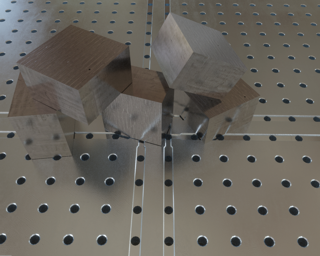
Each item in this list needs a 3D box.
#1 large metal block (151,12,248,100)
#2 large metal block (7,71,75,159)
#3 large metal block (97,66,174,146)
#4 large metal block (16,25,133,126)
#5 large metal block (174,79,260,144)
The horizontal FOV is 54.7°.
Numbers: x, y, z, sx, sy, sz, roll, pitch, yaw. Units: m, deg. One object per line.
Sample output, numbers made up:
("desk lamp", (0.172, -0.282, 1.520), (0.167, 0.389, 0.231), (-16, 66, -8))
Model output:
("large metal block", (0.045, -0.086, 0.375), (0.081, 0.050, 0.080), (8, 44, -32))
("large metal block", (-0.141, -0.019, 0.385), (0.050, 0.080, 0.080), (-5, 50, -4))
("large metal block", (-0.028, -0.030, 0.396), (0.080, 0.080, 0.050), (15, 52, 11))
("large metal block", (-0.088, -0.060, 0.335), (0.080, 0.050, 0.080), (25, 54, 19))
("large metal block", (0.073, -0.037, 0.423), (0.081, 0.050, 0.080), (-24, 54, -19))
